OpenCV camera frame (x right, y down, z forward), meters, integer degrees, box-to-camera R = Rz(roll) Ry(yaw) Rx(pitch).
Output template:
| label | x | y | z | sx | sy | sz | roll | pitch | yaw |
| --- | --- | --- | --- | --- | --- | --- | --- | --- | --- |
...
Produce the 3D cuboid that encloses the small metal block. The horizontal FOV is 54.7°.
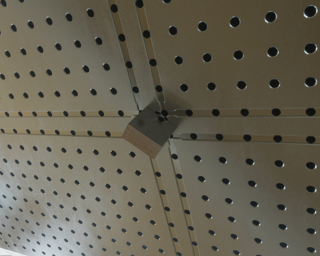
| label | x | y | z | sx | sy | sz | roll | pitch | yaw |
| --- | --- | --- | --- | --- | --- | --- | --- | --- | --- |
| small metal block | -0.013 | 0.005 | 0.403 | 0.050 | 0.050 | 0.025 | 35 | 129 | 5 |
